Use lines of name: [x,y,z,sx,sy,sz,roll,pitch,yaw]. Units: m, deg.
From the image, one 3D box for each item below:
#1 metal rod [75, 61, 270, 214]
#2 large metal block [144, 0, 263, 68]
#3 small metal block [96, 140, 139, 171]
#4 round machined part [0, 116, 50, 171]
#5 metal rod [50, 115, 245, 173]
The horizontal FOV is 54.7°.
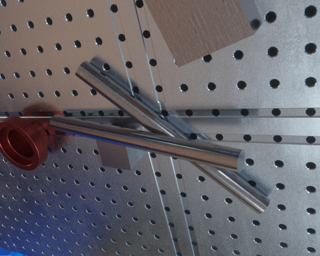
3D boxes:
metal rod: [0.015,0.011,0.408,0.300,0.025,0.025,37,129,2]
large metal block: [0.042,-0.117,0.300,0.080,0.050,0.080,-18,109,34]
small metal block: [-0.063,0.033,0.463,0.050,0.025,0.050,5,121,25]
round machined part: [-0.232,0.022,0.533,0.098,0.042,0.097,13,124,20]
metal rod: [-0.038,0.013,0.411,0.300,0.025,0.025,10,123,32]
